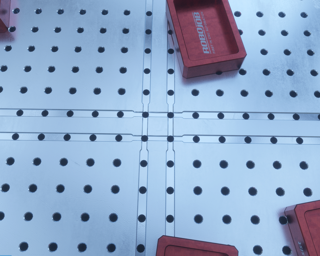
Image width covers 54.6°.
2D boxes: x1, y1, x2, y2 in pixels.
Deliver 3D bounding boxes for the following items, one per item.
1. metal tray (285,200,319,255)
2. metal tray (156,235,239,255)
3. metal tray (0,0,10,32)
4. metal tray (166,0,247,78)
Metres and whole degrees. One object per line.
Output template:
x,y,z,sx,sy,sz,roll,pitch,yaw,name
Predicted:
0.211,0.147,0.356,0.091,0.030,0.130,-10,70,-4,metal tray
0.034,0.191,0.339,0.090,0.030,0.130,8,70,3,metal tray
-0.304,-0.188,0.476,0.131,0.030,0.090,-6,70,-2,metal tray
0.065,-0.144,0.462,0.091,0.030,0.130,-11,70,-4,metal tray
